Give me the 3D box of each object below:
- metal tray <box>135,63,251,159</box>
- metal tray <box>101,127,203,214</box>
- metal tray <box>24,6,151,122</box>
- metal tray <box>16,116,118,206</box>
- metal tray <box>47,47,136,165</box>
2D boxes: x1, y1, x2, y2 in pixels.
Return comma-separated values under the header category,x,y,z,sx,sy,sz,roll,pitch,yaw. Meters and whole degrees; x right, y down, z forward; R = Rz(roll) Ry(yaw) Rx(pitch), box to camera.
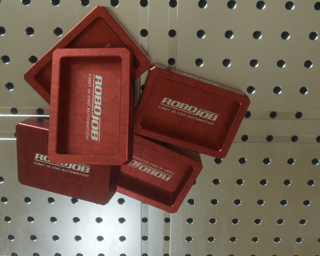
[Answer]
category,x,y,z,sx,sy,sz,roll,pitch,yaw
metal tray,0.038,-0.021,0.402,0.131,0.030,0.089,17,110,-7
metal tray,-0.018,0.055,0.430,0.131,0.030,0.090,24,109,-9
metal tray,-0.087,-0.073,0.382,0.130,0.030,0.090,-38,105,12
metal tray,-0.121,0.042,0.407,0.130,0.030,0.089,11,111,10
metal tray,-0.077,-0.024,0.355,0.090,0.030,0.129,1,86,7
